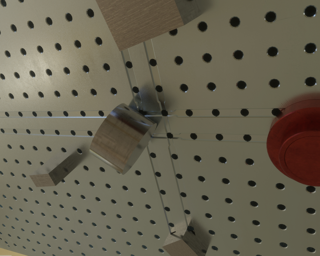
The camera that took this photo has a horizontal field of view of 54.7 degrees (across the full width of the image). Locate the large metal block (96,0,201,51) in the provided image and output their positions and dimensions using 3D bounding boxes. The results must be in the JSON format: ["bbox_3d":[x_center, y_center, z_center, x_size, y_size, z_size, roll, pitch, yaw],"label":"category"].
[{"bbox_3d":[-0.016,-0.135,0.318,0.080,0.050,0.080,-12,112,33],"label":"large metal block"}]

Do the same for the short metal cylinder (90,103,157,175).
[{"bbox_3d":[-0.047,0.014,0.408,0.050,0.080,0.079,32,128,7],"label":"short metal cylinder"}]

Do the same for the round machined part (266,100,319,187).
[{"bbox_3d":[0.164,0.023,0.328,0.098,0.042,0.097,13,124,20],"label":"round machined part"}]

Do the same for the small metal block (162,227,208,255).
[{"bbox_3d":[0.041,0.198,0.511,0.050,0.025,0.050,48,129,-6],"label":"small metal block"}]

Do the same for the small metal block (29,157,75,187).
[{"bbox_3d":[-0.187,0.076,0.538,0.050,0.050,0.025,-9,114,32],"label":"small metal block"}]
